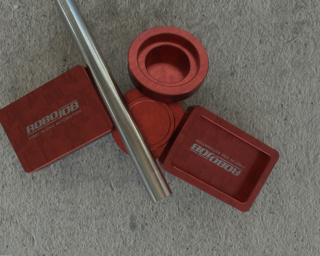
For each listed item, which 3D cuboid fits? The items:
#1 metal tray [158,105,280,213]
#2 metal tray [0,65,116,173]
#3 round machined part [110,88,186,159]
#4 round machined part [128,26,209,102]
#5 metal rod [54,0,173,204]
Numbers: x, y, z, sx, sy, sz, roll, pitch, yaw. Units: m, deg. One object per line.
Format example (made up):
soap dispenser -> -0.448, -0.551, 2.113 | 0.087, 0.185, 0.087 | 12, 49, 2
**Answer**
metal tray -> 0.075, 0.039, 0.398 | 0.131, 0.030, 0.090 | 29, 90, -11
metal tray -> -0.130, -0.010, 0.397 | 0.130, 0.030, 0.090 | -28, 87, 8
round machined part -> -0.015, -0.007, 0.403 | 0.099, 0.042, 0.097 | 0, 90, 0
round machined part -> 0.008, -0.076, 0.392 | 0.099, 0.042, 0.098 | 3, 68, -6
metal rod -> -0.064, -0.051, 0.377 | 0.025, 0.025, 0.299 | -27, 77, 0
